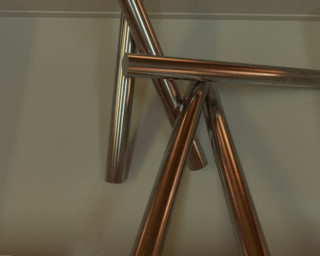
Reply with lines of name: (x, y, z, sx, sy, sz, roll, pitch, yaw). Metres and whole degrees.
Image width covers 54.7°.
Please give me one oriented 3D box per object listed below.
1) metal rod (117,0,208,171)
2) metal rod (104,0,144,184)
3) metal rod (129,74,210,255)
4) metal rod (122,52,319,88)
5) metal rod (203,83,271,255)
metal rod: (-0.009, -0.084, 0.357, 0.025, 0.025, 0.299, -26, 105, -9)
metal rod: (-0.040, -0.082, 0.374, 0.025, 0.025, 0.298, 7, 95, 2)
metal rod: (0.011, 0.043, 0.302, 0.025, 0.025, 0.300, 16, 53, 6)
metal rod: (0.103, -0.067, 0.378, 0.303, 0.025, 0.025, -1, 69, -23)
metal rod: (0.069, 0.019, 0.340, 0.025, 0.025, 0.300, -4, 46, -2)
